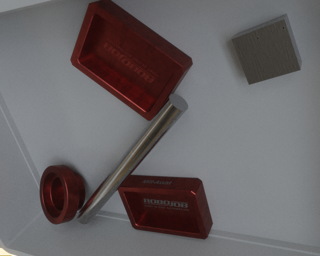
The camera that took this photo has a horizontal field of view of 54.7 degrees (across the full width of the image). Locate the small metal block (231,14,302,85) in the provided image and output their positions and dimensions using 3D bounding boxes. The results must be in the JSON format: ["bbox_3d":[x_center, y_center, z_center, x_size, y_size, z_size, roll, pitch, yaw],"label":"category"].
[{"bbox_3d":[0.106,-0.076,0.305,0.050,0.025,0.050,-14,111,33],"label":"small metal block"}]

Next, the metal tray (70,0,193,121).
[{"bbox_3d":[-0.038,-0.080,0.374,0.130,0.030,0.089,36,129,3],"label":"metal tray"}]

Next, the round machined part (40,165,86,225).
[{"bbox_3d":[-0.164,0.112,0.532,0.098,0.042,0.097,0,90,44],"label":"round machined part"}]

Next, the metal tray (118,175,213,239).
[{"bbox_3d":[0.007,0.119,0.473,0.130,0.030,0.089,-2,118,29],"label":"metal tray"}]

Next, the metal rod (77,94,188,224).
[{"bbox_3d":[-0.054,0.062,0.437,0.025,0.025,0.298,40,128,0],"label":"metal rod"}]
